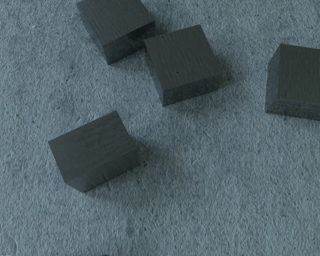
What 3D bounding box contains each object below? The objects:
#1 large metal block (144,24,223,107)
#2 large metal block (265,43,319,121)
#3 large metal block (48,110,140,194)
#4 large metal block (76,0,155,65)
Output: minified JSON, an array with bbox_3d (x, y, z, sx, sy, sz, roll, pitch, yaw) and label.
[{"bbox_3d":[0.029,-0.085,0.426,0.080,0.050,0.080,-18,71,-7],"label":"large metal block"},{"bbox_3d":[0.192,-0.060,0.418,0.080,0.050,0.080,10,70,3],"label":"large metal block"},{"bbox_3d":[-0.073,0.031,0.367,0.080,0.080,0.050,-26,72,-9],"label":"large metal block"},{"bbox_3d":[-0.062,-0.151,0.450,0.080,0.050,0.080,-29,73,-10],"label":"large metal block"}]
